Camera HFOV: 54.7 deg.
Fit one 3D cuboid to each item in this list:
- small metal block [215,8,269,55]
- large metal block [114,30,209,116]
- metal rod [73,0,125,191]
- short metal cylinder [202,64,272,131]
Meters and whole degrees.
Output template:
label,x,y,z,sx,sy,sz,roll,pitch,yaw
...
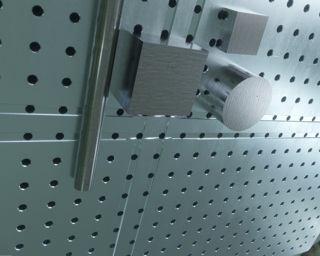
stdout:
label,x,y,z,sx,sy,sz,roll,pitch,yaw
small metal block,0.104,-0.122,0.395,0.050,0.025,0.050,-3,120,-27
large metal block,-0.001,-0.061,0.358,0.081,0.050,0.079,0,119,-29
metal rod,-0.066,-0.056,0.341,0.025,0.025,0.298,0,119,-29
short metal cylinder,0.106,-0.042,0.429,0.081,0.050,0.079,-14,125,-21
